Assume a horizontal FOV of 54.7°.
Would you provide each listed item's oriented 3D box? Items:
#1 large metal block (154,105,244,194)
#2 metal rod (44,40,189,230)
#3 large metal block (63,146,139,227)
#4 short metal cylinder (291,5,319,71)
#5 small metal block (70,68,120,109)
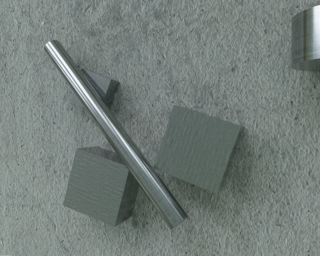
[{"bbox_3d":[0.049,0.023,0.379,0.080,0.050,0.080,20,97,18],"label":"large metal block"},{"bbox_3d":[-0.066,-0.005,0.394,0.025,0.025,0.300,-43,70,15],"label":"metal rod"},{"bbox_3d":[-0.075,0.076,0.422,0.080,0.050,0.080,16,95,19],"label":"large metal block"},{"bbox_3d":[0.178,-0.090,0.317,0.080,0.080,0.050,0,90,20],"label":"short metal cylinder"},{"bbox_3d":[-0.093,-0.052,0.442,0.050,0.025,0.050,23,98,18],"label":"small metal block"}]
